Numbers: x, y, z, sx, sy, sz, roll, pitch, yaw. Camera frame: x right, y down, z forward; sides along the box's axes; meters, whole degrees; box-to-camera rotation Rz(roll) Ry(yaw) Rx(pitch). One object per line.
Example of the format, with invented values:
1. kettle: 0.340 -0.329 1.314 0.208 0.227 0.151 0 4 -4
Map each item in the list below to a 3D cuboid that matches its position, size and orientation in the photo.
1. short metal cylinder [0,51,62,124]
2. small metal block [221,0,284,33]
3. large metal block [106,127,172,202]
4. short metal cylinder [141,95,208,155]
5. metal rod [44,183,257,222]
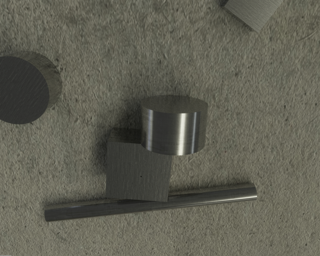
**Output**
1. short metal cylinder: -0.167 -0.050 0.376 0.081 0.050 0.079 0 110 0
2. small metal block: 0.107 -0.146 0.357 0.050 0.025 0.050 33 107 -12
3. large metal block: -0.027 0.048 0.414 0.081 0.050 0.079 5 110 -2
4. short metal cylinder: 0.016 -0.006 0.378 0.081 0.080 0.050 2 110 -1
5. metal rod: -0.014 0.108 0.449 0.302 0.025 0.025 -7 110 2
